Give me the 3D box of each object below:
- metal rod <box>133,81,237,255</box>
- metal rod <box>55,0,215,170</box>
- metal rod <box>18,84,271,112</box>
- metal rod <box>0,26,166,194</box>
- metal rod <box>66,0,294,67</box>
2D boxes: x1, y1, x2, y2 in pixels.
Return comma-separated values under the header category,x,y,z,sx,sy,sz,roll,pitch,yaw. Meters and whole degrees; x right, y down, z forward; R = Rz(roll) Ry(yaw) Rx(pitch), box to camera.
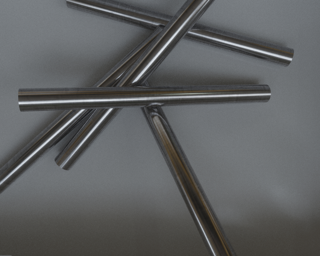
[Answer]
category,x,y,z,sx,sy,sz,roll,pitch,yaw
metal rod,0.030,0.059,0.353,0.025,0.025,0.299,-26,66,0
metal rod,-0.030,-0.063,0.382,0.025,0.025,0.299,42,100,-1
metal rod,-0.004,-0.038,0.373,0.302,0.025,0.025,-3,90,-16
metal rod,-0.106,-0.021,0.403,0.300,0.025,0.025,-41,91,2
metal rod,0.027,-0.133,0.411,0.302,0.025,0.025,15,90,-1
